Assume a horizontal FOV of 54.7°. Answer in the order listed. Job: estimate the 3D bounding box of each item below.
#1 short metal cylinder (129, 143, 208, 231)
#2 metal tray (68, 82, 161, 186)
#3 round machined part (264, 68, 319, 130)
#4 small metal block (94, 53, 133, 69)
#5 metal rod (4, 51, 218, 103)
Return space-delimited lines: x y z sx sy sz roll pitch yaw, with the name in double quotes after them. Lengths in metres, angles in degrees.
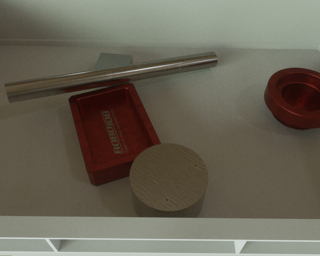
0.009 0.063 0.336 0.081 0.050 0.080 0 50 0 "short metal cylinder"
-0.059 0.002 0.399 0.091 0.030 0.130 -16 52 -13 "metal tray"
0.193 -0.036 0.427 0.099 0.042 0.098 0 50 0 "round machined part"
-0.072 -0.089 0.479 0.050 0.025 0.050 6 50 5 "small metal block"
-0.052 -0.076 0.437 0.302 0.025 0.025 -14 51 -22 "metal rod"
